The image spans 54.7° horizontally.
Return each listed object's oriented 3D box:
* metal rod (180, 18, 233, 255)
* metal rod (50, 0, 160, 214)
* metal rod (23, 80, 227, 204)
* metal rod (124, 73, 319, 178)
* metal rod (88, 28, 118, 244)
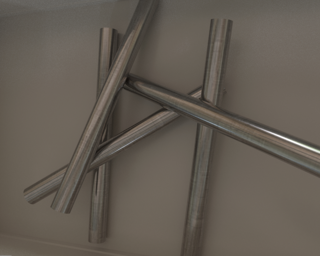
[{"bbox_3d":[0.054,0.026,0.372,0.025,0.025,0.298,10,100,19],"label":"metal rod"},{"bbox_3d":[-0.067,-0.037,0.399,0.025,0.025,0.299,20,83,19],"label":"metal rod"},{"bbox_3d":[-0.052,0.020,0.407,0.300,0.025,0.025,-30,80,9],"label":"metal rod"},{"bbox_3d":[0.059,-0.010,0.327,0.300,0.025,0.025,28,100,40],"label":"metal rod"},{"bbox_3d":[-0.081,0.011,0.438,0.025,0.025,0.298,4,91,20],"label":"metal rod"}]
